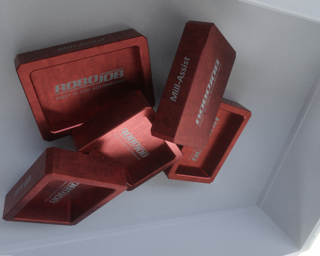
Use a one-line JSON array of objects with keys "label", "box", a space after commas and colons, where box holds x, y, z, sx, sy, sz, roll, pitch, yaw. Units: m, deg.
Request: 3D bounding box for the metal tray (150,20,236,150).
[{"label": "metal tray", "box": [0.043, -0.043, 0.357, 0.090, 0.030, 0.129, 18, 90, -59]}]

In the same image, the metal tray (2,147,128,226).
[{"label": "metal tray", "box": [-0.109, 0.073, 0.352, 0.091, 0.030, 0.129, 19, 137, -36]}]

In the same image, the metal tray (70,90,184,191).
[{"label": "metal tray", "box": [-0.032, 0.022, 0.373, 0.090, 0.030, 0.130, -33, 144, 2]}]

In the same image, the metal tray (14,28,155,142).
[{"label": "metal tray", "box": [-0.074, -0.047, 0.334, 0.131, 0.030, 0.089, -19, 126, -18]}]

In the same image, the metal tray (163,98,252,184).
[{"label": "metal tray", "box": [0.065, 0.018, 0.452, 0.091, 0.030, 0.129, 13, 112, -34]}]
